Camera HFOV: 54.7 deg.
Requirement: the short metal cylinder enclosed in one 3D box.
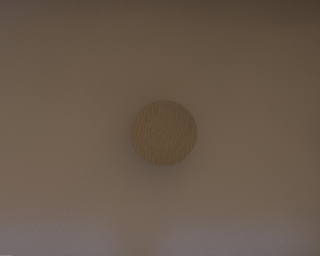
[{"bbox_3d":[0.005,0.006,0.399,0.081,0.050,0.079,0,90,-1],"label":"short metal cylinder"}]
